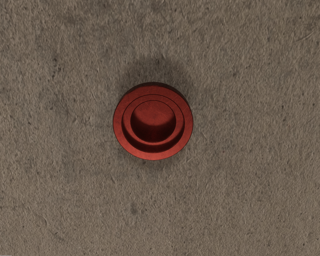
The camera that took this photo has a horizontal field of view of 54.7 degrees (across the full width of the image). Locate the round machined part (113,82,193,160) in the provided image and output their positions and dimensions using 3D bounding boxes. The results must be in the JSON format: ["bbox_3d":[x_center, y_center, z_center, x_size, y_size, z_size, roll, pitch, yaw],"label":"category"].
[{"bbox_3d":[-0.009,-0.011,0.396,0.099,0.042,0.097,0,110,-1],"label":"round machined part"}]
